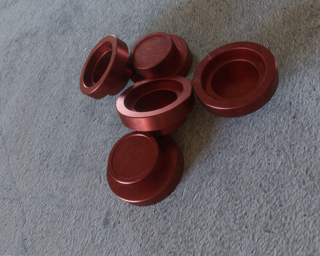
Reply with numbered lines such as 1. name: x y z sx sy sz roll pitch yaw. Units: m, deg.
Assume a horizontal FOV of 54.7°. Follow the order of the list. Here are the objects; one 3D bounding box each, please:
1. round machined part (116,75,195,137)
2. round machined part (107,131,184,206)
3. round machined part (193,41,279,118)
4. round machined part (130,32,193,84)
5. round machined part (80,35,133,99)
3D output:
1. round machined part: -0.003 -0.026 0.397 0.098 0.042 0.098 -12 35 9
2. round machined part: -0.024 0.042 0.379 0.098 0.042 0.098 -13 56 20
3. round machined part: 0.093 -0.054 0.378 0.098 0.042 0.098 -13 56 20
4. round machined part: -0.005 -0.103 0.458 0.098 0.042 0.098 -13 56 20
5. round machined part: -0.078 -0.088 0.474 0.098 0.042 0.098 -27 51 39
